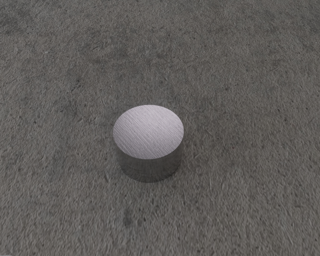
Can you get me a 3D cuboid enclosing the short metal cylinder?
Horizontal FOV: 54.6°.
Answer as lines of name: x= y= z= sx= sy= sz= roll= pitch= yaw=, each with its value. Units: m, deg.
short metal cylinder: x=-0.013 y=0.018 z=0.372 sx=0.080 sy=0.050 sz=0.080 roll=0 pitch=50 yaw=0
